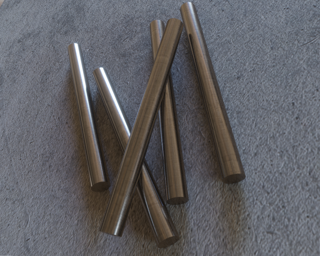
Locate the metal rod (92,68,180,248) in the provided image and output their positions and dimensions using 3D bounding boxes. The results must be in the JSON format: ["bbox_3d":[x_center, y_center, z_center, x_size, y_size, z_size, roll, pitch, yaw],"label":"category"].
[{"bbox_3d":[-0.045,0.015,0.418,0.025,0.025,0.300,-33,51,7],"label":"metal rod"}]

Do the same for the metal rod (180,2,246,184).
[{"bbox_3d":[0.062,-0.069,0.413,0.025,0.025,0.299,-20,54,17],"label":"metal rod"}]

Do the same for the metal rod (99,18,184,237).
[{"bbox_3d":[-0.015,-0.019,0.389,0.025,0.025,0.300,2,62,29],"label":"metal rod"}]

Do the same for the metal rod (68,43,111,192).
[{"bbox_3d":[-0.118,-0.036,0.487,0.025,0.025,0.299,-28,52,10],"label":"metal rod"}]

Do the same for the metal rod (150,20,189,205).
[{"bbox_3d":[0.008,-0.043,0.426,0.025,0.025,0.299,-18,55,18],"label":"metal rod"}]
